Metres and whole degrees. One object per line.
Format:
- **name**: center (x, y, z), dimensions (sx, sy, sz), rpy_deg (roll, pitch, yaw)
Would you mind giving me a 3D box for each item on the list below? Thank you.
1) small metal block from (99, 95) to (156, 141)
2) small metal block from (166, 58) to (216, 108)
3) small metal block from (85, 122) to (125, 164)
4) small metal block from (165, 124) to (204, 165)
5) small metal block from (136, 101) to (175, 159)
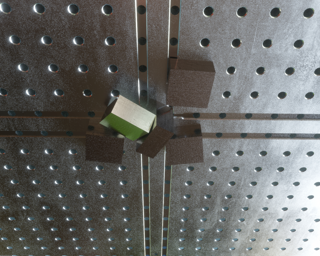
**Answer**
- **small metal block**: center (-0.041, -0.011, 0.385), dimensions (0.050, 0.025, 0.050), rpy_deg (29, 156, -18)
- **small metal block**: center (0.035, -0.052, 0.367), dimensions (0.050, 0.025, 0.050), rpy_deg (4, 130, -4)
- **small metal block**: center (-0.075, 0.022, 0.429), dimensions (0.050, 0.025, 0.050), rpy_deg (7, 130, -6)
- **small metal block**: center (0.034, 0.024, 0.432), dimensions (0.050, 0.025, 0.050), rpy_deg (-6, 130, 4)
- **small metal block**: center (-0.007, 0.002, 0.397), dimensions (0.025, 0.050, 0.050), rpy_deg (25, 126, -20)
